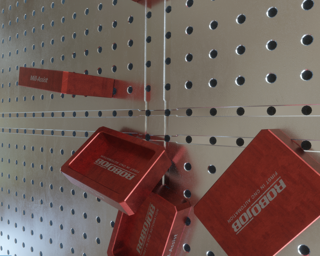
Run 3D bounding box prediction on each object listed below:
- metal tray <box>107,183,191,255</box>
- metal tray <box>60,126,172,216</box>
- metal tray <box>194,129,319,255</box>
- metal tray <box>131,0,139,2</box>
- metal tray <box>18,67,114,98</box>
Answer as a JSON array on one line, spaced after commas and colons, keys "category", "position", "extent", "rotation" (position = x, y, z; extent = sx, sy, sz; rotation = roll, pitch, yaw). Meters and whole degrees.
[{"category": "metal tray", "position": [-0.019, 0.140, 0.419], "extent": [0.090, 0.030, 0.129], "rotation": [26, 106, 36]}, {"category": "metal tray", "position": [-0.061, 0.051, 0.418], "extent": [0.130, 0.090, 0.030], "rotation": [16, 145, 38]}, {"category": "metal tray", "position": [0.104, 0.076, 0.319], "extent": [0.090, 0.030, 0.129], "rotation": [49, 118, 28]}, {"category": "metal tray", "position": [-0.003, -0.236, 0.406], "extent": [0.130, 0.030, 0.089], "rotation": [-10, 84, 39]}, {"category": "metal tray", "position": [-0.147, -0.072, 0.485], "extent": [0.130, 0.091, 0.030], "rotation": [13, 98, 39]}]
